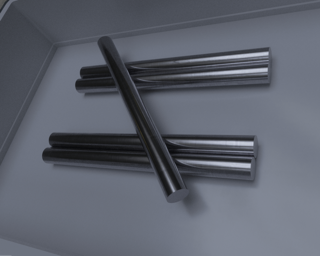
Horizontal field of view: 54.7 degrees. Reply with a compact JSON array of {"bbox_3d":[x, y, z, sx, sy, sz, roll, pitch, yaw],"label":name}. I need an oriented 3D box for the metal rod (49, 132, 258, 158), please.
[{"bbox_3d":[-0.029,0.019,0.407,0.300,0.025,0.025,0,62,28],"label":"metal rod"}]

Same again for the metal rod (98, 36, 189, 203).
[{"bbox_3d":[-0.036,-0.034,0.412,0.025,0.025,0.300,-33,51,7],"label":"metal rod"}]

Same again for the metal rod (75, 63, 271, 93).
[{"bbox_3d":[0.000,-0.068,0.445,0.300,0.025,0.025,1,62,28],"label":"metal rod"}]

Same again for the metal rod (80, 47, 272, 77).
[{"bbox_3d":[0.005,-0.090,0.456,0.300,0.025,0.025,1,62,28],"label":"metal rod"}]

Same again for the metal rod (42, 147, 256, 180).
[{"bbox_3d":[-0.035,0.042,0.396,0.300,0.025,0.025,0,62,28],"label":"metal rod"}]
